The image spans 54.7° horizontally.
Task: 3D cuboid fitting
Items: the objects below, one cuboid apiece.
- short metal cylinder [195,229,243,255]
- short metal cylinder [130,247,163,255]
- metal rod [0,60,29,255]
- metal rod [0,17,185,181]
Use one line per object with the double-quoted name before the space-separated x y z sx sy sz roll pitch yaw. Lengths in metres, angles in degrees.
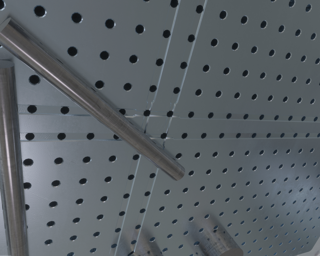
"short metal cylinder" 0.116 0.248 0.613 0.081 0.050 0.079 -14 124 -21
"short metal cylinder" -0.022 0.257 0.542 0.081 0.050 0.079 -14 124 -21
"metal rod" -0.172 0.070 0.360 0.025 0.025 0.298 -5 121 -26
"metal rod" -0.058 -0.011 0.373 0.025 0.025 0.300 -45 130 3
